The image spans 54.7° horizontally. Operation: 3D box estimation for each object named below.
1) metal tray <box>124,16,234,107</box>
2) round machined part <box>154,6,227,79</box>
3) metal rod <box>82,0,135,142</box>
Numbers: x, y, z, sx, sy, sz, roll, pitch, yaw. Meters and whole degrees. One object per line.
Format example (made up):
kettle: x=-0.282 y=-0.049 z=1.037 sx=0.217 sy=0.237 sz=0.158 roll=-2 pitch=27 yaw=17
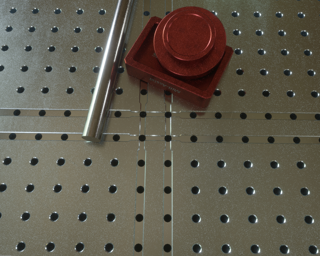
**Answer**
metal tray: x=0.027 y=-0.096 z=0.444 sx=0.130 sy=0.030 sz=0.090 roll=25 pitch=72 yaw=8
round machined part: x=0.040 y=-0.119 z=0.419 sx=0.099 sy=0.042 sz=0.097 roll=-1 pitch=85 yaw=7
metal rod: x=-0.066 y=-0.124 z=0.456 sx=0.025 sy=0.025 sz=0.299 roll=9 pitch=70 yaw=3
